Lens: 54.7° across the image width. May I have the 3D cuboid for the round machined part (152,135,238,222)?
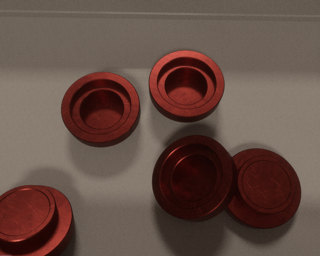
[{"bbox_3d":[0.043,0.061,0.365,0.098,0.042,0.098,-14,59,25],"label":"round machined part"}]

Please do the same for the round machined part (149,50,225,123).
[{"bbox_3d":[0.034,-0.052,0.420,0.099,0.042,0.098,0,70,-1],"label":"round machined part"}]

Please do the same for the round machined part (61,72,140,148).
[{"bbox_3d":[-0.074,-0.021,0.407,0.099,0.042,0.098,0,70,-1],"label":"round machined part"}]

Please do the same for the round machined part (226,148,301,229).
[{"bbox_3d":[0.123,0.071,0.376,0.099,0.042,0.098,0,70,-1],"label":"round machined part"}]

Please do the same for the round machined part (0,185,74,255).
[{"bbox_3d":[-0.147,0.102,0.341,0.099,0.042,0.098,3,43,-3],"label":"round machined part"}]
